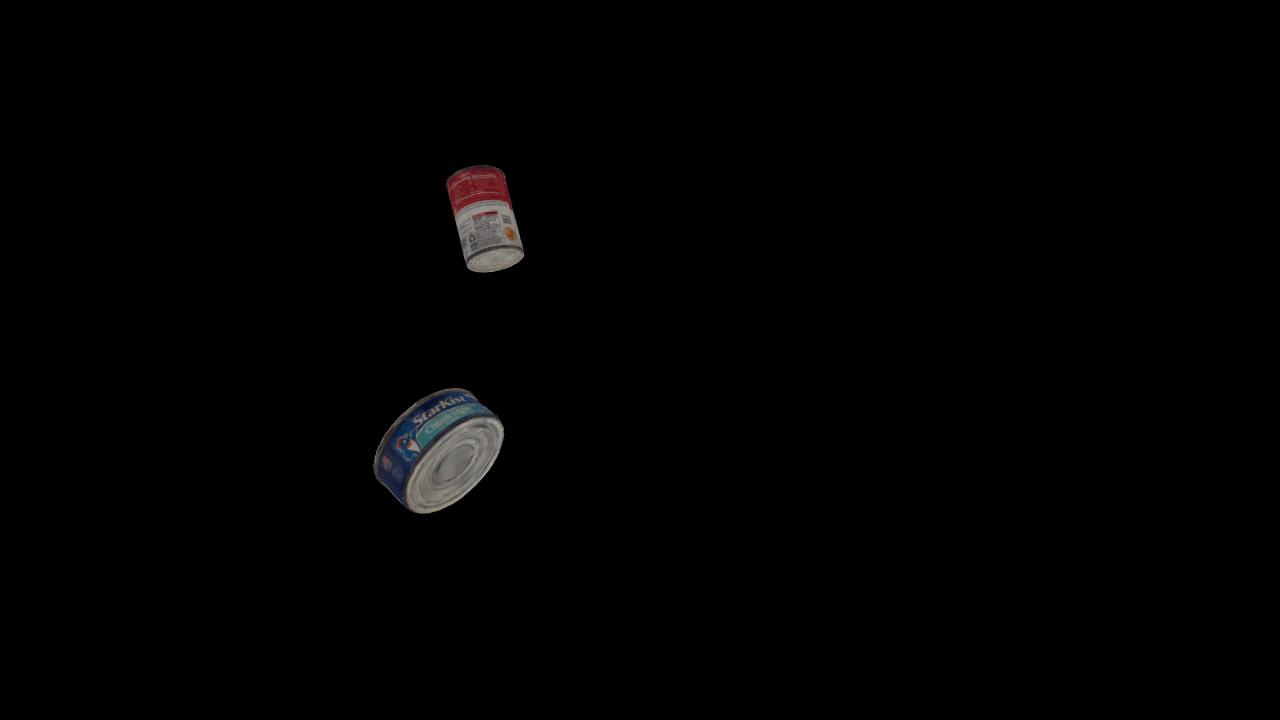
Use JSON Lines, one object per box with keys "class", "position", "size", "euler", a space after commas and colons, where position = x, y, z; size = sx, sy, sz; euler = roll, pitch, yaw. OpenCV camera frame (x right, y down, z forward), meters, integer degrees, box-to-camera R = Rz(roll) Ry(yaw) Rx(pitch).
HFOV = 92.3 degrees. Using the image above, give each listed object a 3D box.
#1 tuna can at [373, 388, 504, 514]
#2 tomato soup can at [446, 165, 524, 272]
{"class": "tuna can", "position": [-0.134, 0.063, 0.419], "size": [0.034, 0.084, 0.084], "euler": [35, 16, 23]}
{"class": "tomato soup can", "position": [-0.174, -0.158, 0.695], "size": [0.068, 0.101, 0.068], "euler": [-16, -10, -3]}
